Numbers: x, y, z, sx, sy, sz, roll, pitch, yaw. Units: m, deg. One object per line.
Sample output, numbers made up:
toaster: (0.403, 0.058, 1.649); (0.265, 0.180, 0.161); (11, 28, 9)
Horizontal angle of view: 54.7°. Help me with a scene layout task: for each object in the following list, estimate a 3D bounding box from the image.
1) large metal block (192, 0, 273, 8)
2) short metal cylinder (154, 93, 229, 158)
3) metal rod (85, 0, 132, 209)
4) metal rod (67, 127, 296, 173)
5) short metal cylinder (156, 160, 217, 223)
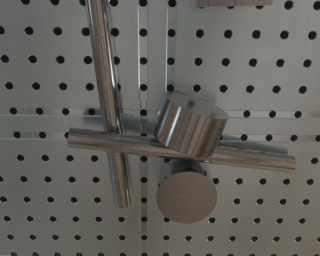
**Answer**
large metal block: (0.077, -0.175, 0.336); (0.081, 0.050, 0.079); (-1, 110, 0)
short metal cylinder: (0.038, -0.005, 0.382); (0.080, 0.080, 0.050); (16, 109, -6)
metal rod: (-0.065, -0.029, 0.401); (0.025, 0.025, 0.298); (-4, 110, 1)
metal rod: (0.036, 0.031, 0.408); (0.302, 0.025, 0.025); (8, 110, -10)
short metal cylinder: (0.035, 0.084, 0.431); (0.081, 0.050, 0.079); (0, 110, 0)
